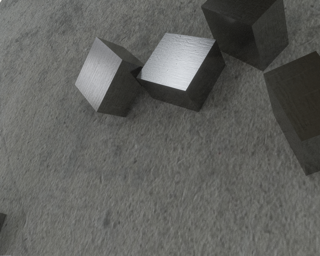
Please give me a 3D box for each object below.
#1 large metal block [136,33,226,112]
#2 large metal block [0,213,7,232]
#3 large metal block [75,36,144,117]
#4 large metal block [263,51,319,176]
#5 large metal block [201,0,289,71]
[{"bbox_3d":[0.029,-0.077,0.418,0.080,0.050,0.080,20,72,35],"label":"large metal block"},{"bbox_3d":[-0.279,0.155,0.436,0.080,0.050,0.080,-6,59,25],"label":"large metal block"},{"bbox_3d":[-0.071,-0.073,0.449,0.080,0.050,0.080,46,114,39],"label":"large metal block"},{"bbox_3d":[0.146,-0.011,0.299,0.050,0.080,0.080,-24,53,14],"label":"large metal block"},{"bbox_3d":[0.108,-0.129,0.390,0.050,0.080,0.080,-47,52,-4],"label":"large metal block"}]
